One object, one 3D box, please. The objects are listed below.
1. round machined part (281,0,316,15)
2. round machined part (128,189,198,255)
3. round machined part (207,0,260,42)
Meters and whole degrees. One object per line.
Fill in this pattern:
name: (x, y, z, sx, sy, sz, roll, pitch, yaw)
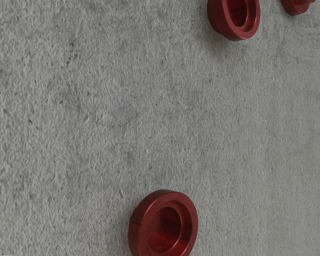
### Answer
round machined part: (0.287, -0.285, 0.633, 0.099, 0.042, 0.097, 0, 90, -40)
round machined part: (0.000, 0.127, 0.394, 0.099, 0.042, 0.097, 0, 90, -40)
round machined part: (0.112, -0.185, 0.487, 0.099, 0.042, 0.097, 0, 90, -40)
